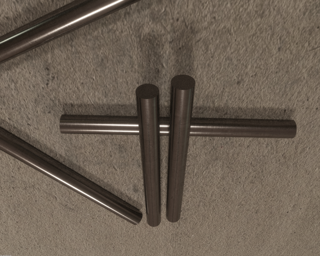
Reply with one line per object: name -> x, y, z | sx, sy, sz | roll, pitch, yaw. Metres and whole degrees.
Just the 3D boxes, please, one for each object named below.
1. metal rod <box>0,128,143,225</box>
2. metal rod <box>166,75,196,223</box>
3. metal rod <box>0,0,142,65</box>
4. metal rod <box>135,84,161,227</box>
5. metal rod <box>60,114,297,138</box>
metal rod -> -0.141, 0.074, 0.468 | 0.025, 0.025, 0.301 | -35, 122, 26
metal rod -> 0.023, 0.053, 0.427 | 0.025, 0.025, 0.298 | 0, 138, 0
metal rod -> -0.114, -0.102, 0.318 | 0.301, 0.025, 0.025 | -19, 128, 14
metal rod -> -0.012, 0.062, 0.436 | 0.025, 0.025, 0.298 | -1, 137, 0
metal rod -> 0.025, -0.002, 0.405 | 0.302, 0.025, 0.025 | 1, 130, -2
